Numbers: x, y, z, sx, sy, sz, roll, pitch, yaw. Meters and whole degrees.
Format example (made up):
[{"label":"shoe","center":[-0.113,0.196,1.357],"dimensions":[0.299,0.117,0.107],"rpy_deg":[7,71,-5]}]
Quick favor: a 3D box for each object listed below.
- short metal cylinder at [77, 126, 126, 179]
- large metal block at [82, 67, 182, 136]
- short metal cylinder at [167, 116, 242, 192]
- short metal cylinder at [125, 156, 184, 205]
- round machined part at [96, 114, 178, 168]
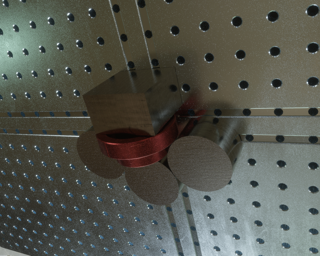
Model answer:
[{"label":"short metal cylinder","center":[-0.072,0.027,0.450],"dimensions":[0.080,0.050,0.079],"rpy_deg":[13,124,21]},{"label":"large metal block","center":[-0.029,-0.033,0.370],"dimensions":[0.080,0.080,0.050],"rpy_deg":[1,119,28]},{"label":"short metal cylinder","center":[0.056,0.032,0.386],"dimensions":[0.080,0.050,0.079],"rpy_deg":[13,124,21]},{"label":"short metal cylinder","center":[-0.002,0.061,0.434],"dimensions":[0.080,0.050,0.079],"rpy_deg":[13,124,21]},{"label":"round machined part","center":[-0.026,0.013,0.383],"dimensions":[0.098,0.098,0.042],"rpy_deg":[2,119,27]}]
